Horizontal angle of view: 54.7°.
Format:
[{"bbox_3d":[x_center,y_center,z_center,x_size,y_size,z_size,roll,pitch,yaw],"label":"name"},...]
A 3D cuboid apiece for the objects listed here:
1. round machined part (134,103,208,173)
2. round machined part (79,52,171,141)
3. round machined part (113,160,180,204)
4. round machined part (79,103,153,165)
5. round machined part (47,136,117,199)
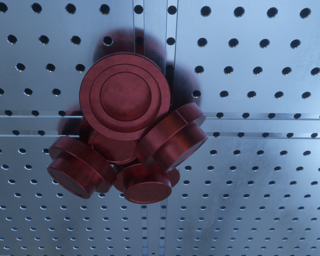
[{"bbox_3d":[0.020,0.017,0.377,0.042,0.099,0.097,50,123,13],"label":"round machined part"},{"bbox_3d":[-0.039,-0.038,0.353,0.099,0.042,0.097,-2,109,-5],"label":"round machined part"},{"bbox_3d":[-0.019,0.077,0.450,0.099,0.042,0.097,-5,142,-4],"label":"round machined part"},{"bbox_3d":[-0.057,0.011,0.407,0.099,0.042,0.097,-1,130,0],"label":"round machined part"},{"bbox_3d":[-0.111,0.059,0.418,0.098,0.042,0.097,24,148,17],"label":"round machined part"}]
